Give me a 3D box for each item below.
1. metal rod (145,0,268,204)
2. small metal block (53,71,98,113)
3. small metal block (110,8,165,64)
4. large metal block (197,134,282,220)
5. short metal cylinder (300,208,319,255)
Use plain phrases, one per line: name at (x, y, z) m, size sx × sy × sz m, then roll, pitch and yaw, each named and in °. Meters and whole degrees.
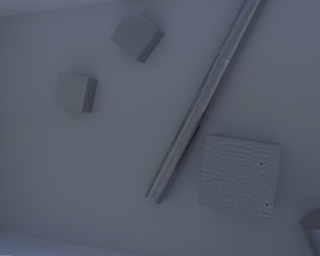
metal rod at (0.057, -0.038, 0.389) m, size 0.025 × 0.025 × 0.298 m, roll 29°, pitch 99°, yaw 17°
small metal block at (-0.124, -0.052, 0.453) m, size 0.050 × 0.025 × 0.050 m, roll 14°, pitch 95°, yaw 19°
small metal block at (-0.030, -0.124, 0.420) m, size 0.050 × 0.025 × 0.050 m, roll 41°, pitch 103°, yaw 15°
large metal block at (0.094, 0.053, 0.364) m, size 0.080 × 0.050 × 0.079 m, roll 8°, pitch 93°, yaw 19°
short metal cylinder at (0.192, 0.111, 0.314) m, size 0.080 × 0.080 × 0.050 m, roll -22°, pitch 83°, yaw 18°
